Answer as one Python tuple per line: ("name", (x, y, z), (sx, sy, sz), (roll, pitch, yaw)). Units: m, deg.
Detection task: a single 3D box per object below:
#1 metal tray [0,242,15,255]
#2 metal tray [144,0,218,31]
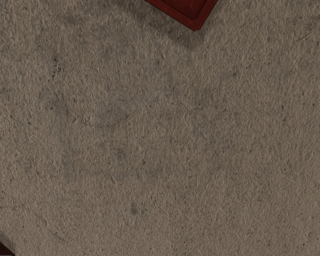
("metal tray", (-0.308, 0.213, 0.481), (0.130, 0.030, 0.090), (-34, 107, 11))
("metal tray", (0.010, -0.179, 0.341), (0.131, 0.030, 0.090), (29, 107, -11))
